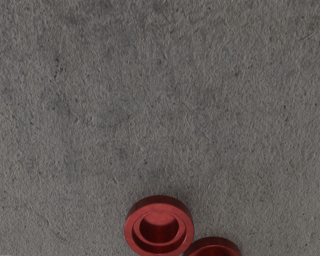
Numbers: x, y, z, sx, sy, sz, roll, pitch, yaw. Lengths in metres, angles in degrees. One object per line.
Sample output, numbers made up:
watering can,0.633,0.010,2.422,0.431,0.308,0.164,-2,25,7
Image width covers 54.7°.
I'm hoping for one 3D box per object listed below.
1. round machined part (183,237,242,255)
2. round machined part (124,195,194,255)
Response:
round machined part,0.084,0.223,0.484,0.099,0.042,0.097,0,110,0
round machined part,-0.001,0.139,0.452,0.099,0.042,0.097,0,110,0
